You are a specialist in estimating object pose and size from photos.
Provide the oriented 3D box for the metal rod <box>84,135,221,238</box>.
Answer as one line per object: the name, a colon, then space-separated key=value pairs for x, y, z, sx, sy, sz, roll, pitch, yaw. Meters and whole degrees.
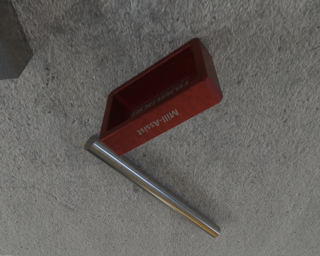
metal rod: x=0.003 y=0.105 z=0.496 sx=0.025 sy=0.025 sz=0.300 roll=-34 pitch=123 yaw=25

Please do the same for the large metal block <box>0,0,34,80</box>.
large metal block: x=-0.187 y=-0.093 z=0.309 sx=0.080 sy=0.050 sz=0.080 roll=-5 pitch=130 yaw=3

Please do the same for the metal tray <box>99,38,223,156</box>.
metal tray: x=-0.003 y=-0.034 z=0.335 sx=0.130 sy=0.090 sz=0.030 roll=-29 pitch=125 yaw=22
